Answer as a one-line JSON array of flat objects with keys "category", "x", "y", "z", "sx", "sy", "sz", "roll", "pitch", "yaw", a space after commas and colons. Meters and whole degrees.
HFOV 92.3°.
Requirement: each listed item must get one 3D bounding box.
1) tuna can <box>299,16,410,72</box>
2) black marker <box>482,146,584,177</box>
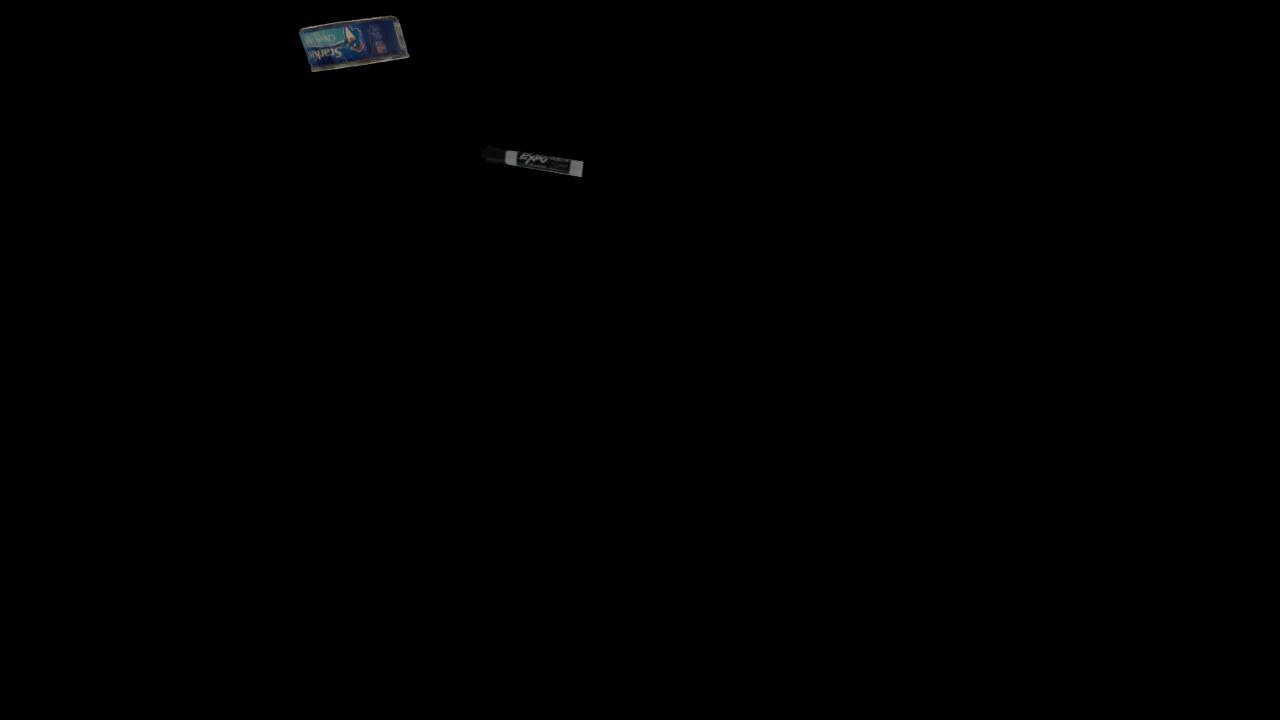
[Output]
[{"category": "tuna can", "x": -0.248, "y": -0.276, "z": 0.536, "sx": 0.084, "sy": 0.034, "sz": 0.084, "roll": -6, "pitch": 30, "yaw": 4}, {"category": "black marker", "x": -0.129, "y": -0.240, "z": 0.744, "sx": 0.121, "sy": 0.020, "sz": 0.020, "roll": 7, "pitch": -1, "yaw": -6}]
